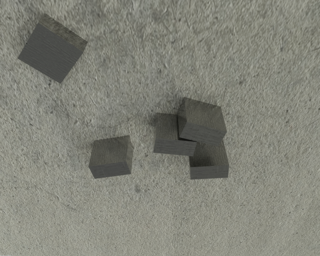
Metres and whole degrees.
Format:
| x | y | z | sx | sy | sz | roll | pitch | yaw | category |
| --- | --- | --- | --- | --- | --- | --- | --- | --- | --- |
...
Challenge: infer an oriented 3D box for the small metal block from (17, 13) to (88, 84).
| x | y | z | sx | sy | sz | roll | pitch | yaw | category |
| --- | --- | --- | --- | --- | --- | --- | --- | --- | --- |
| -0.115 | -0.084 | 0.334 | 0.050 | 0.025 | 0.050 | 32 | 123 | -24 | small metal block |

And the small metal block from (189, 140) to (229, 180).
| x | y | z | sx | sy | sz | roll | pitch | yaw | category |
| --- | --- | --- | --- | --- | --- | --- | --- | --- | --- |
| 0.065 | 0.043 | 0.428 | 0.050 | 0.050 | 0.025 | -4 | 130 | 3 | small metal block |

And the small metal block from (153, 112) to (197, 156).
| x | y | z | sx | sy | sz | roll | pitch | yaw | category |
| --- | --- | --- | --- | --- | --- | --- | --- | --- | --- |
| 0.018 | 0.008 | 0.397 | 0.050 | 0.050 | 0.025 | 6 | 130 | -5 | small metal block |

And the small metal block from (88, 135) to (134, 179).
| x | y | z | sx | sy | sz | roll | pitch | yaw | category |
| --- | --- | --- | --- | --- | --- | --- | --- | --- | --- |
| -0.065 | 0.039 | 0.423 | 0.050 | 0.050 | 0.025 | -8 | 130 | 7 | small metal block |

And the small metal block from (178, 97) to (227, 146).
| x | y | z | sx | sy | sz | roll | pitch | yaw | category |
| --- | --- | --- | --- | --- | --- | --- | --- | --- | --- |
| 0.051 | -0.008 | 0.384 | 0.050 | 0.050 | 0.025 | 14 | 129 | -12 | small metal block |
